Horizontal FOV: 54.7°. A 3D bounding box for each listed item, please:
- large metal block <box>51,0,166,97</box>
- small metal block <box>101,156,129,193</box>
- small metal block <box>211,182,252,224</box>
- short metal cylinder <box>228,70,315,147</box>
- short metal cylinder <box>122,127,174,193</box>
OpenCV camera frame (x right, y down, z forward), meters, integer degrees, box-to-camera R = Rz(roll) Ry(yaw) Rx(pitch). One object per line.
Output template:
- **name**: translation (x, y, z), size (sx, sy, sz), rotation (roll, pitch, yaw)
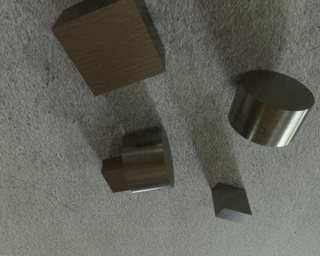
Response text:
- **large metal block**: translation (-0.047, -0.089, 0.314), size (0.080, 0.050, 0.080), rotation (-17, 128, 13)
- **small metal block**: translation (-0.054, 0.069, 0.465), size (0.050, 0.025, 0.050), rotation (-12, 130, 9)
- **small metal block**: translation (0.113, 0.119, 0.494), size (0.050, 0.050, 0.025), rotation (18, 128, -15)
- **short metal cylinder**: translation (0.124, -0.024, 0.353), size (0.081, 0.080, 0.050), rotation (6, 130, -6)
- **short metal cylinder**: translation (-0.014, 0.042, 0.407), size (0.050, 0.080, 0.080), rotation (-10, 130, 8)
